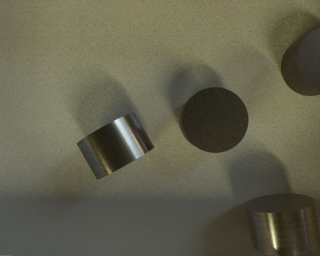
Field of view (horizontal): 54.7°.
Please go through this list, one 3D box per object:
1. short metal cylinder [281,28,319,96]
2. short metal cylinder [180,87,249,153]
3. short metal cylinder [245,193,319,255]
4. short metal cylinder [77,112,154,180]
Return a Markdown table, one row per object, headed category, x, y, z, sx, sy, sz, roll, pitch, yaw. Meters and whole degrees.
| category | x | y | z | sx | sy | sz | roll | pitch | yaw |
| --- | --- | --- | --- | --- | --- | --- | --- | --- | --- |
| short metal cylinder | 0.206 | -0.083 | 0.400 | 0.081 | 0.050 | 0.080 | 0 | 90 | 0 |
| short metal cylinder | 0.067 | -0.010 | 0.399 | 0.081 | 0.050 | 0.080 | 0 | 90 | 0 |
| short metal cylinder | 0.152 | 0.117 | 0.385 | 0.080 | 0.080 | 0.050 | -10 | 90 | 0 |
| short metal cylinder | -0.054 | 0.022 | 0.383 | 0.080 | 0.080 | 0.050 | -29 | 90 | 0 |
